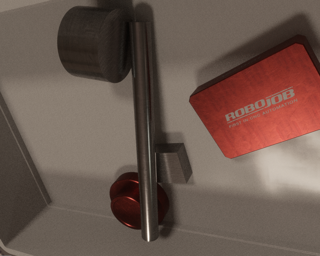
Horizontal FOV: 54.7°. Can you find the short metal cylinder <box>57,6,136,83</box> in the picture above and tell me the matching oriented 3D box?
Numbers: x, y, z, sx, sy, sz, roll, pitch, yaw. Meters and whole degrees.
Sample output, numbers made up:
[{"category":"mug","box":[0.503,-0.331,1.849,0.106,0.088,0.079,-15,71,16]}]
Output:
[{"category":"short metal cylinder","box":[-0.068,-0.094,0.349,0.050,0.080,0.079,12,124,21]}]

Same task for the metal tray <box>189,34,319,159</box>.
[{"category":"metal tray","box":[0.108,-0.027,0.331,0.130,0.030,0.090,-25,105,36]}]

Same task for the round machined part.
[{"category":"round machined part","box":[-0.039,0.122,0.492,0.098,0.042,0.097,13,124,20]}]

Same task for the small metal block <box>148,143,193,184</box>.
[{"category":"small metal block","box":[0.012,0.049,0.431,0.050,0.025,0.050,-4,117,29]}]

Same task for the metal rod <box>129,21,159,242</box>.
[{"category":"metal rod","box":[-0.018,0.020,0.400,0.025,0.025,0.298,8,113,23]}]
